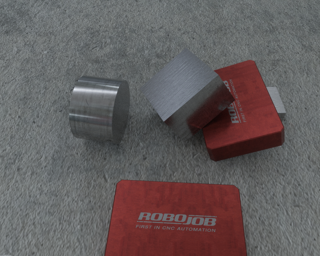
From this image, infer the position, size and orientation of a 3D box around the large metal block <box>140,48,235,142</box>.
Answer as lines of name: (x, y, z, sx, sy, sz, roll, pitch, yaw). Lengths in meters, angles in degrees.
large metal block: (0.032, -0.043, 0.392, 0.080, 0.050, 0.080, -41, 43, 6)

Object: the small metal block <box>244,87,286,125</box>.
small metal block: (0.140, -0.031, 0.430, 0.050, 0.025, 0.050, -1, 50, -1)

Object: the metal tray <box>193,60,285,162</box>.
metal tray: (0.097, -0.027, 0.406, 0.090, 0.030, 0.130, -15, 49, 10)

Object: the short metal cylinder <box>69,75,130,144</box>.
short metal cylinder: (-0.072, -0.023, 0.386, 0.050, 0.080, 0.080, 8, 51, 7)

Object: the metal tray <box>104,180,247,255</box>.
metal tray: (0.016, 0.102, 0.315, 0.131, 0.030, 0.090, 3, 50, 2)
